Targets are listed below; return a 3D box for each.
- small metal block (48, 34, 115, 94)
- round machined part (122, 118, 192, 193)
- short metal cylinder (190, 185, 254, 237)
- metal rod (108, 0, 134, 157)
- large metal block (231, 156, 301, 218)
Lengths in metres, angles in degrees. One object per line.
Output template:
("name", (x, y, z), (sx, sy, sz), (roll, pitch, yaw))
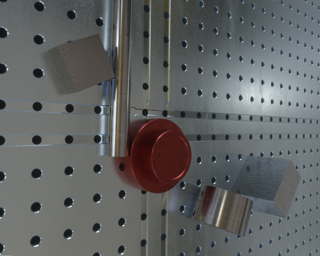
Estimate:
("small metal block", (-0.085, -0.070, 0.340), (0.050, 0.025, 0.050), (-31, 110, -36))
("round machined part", (0.003, 0.036, 0.402), (0.099, 0.042, 0.097), (0, 90, -40))
("short metal cylinder", (0.090, 0.120, 0.451), (0.080, 0.080, 0.050), (31, 71, -36))
("metal rod", (-0.045, -0.116, 0.372), (0.025, 0.025, 0.298), (3, 88, -40))
("large metal block", (0.180, 0.097, 0.528), (0.050, 0.080, 0.080), (49, 61, -29))
